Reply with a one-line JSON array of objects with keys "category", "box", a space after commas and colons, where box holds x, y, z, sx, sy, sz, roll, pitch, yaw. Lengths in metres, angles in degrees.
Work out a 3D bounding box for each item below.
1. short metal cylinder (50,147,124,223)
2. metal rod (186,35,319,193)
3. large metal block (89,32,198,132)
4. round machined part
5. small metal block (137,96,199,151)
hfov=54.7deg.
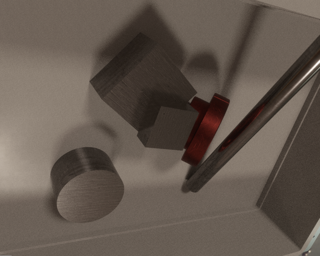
[{"category": "short metal cylinder", "box": [-0.091, 0.071, 0.387, 0.081, 0.050, 0.079, -14, 125, -21]}, {"category": "metal rod", "box": [0.114, 0.000, 0.401, 0.025, 0.025, 0.298, 2, 140, -30]}, {"category": "large metal block", "box": [-0.018, -0.047, 0.355, 0.080, 0.050, 0.080, -44, 130, 2]}, {"category": "round machined part", "box": [0.049, -0.002, 0.402, 0.042, 0.098, 0.097, 27, 108, 5]}, {"category": "small metal block", "box": [0.009, -0.004, 0.348, 0.050, 0.025, 0.050, 8, 115, -32]}]
